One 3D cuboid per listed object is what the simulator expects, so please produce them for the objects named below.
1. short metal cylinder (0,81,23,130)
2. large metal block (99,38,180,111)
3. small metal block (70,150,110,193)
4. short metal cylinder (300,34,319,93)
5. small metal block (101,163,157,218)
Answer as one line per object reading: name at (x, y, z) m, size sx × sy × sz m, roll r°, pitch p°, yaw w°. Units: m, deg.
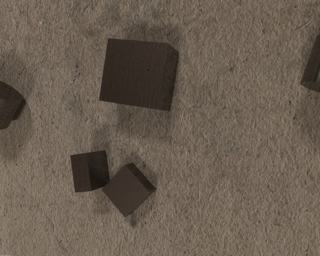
short metal cylinder at (-0.259, -0.040, 0.469) m, size 0.080 × 0.080 × 0.050 m, roll 35°, pitch 101°, yaw 16°
large metal block at (-0.026, -0.068, 0.404) m, size 0.080 × 0.050 × 0.079 m, roll 10°, pitch 93°, yaw 19°
small metal block at (-0.095, 0.059, 0.428) m, size 0.025 × 0.050 × 0.050 m, roll -9°, pitch 87°, yaw 19°
short metal cylinder at (0.192, -0.059, 0.313) m, size 0.080 × 0.080 × 0.050 m, roll 19°, pitch 96°, yaw 18°
small metal block at (-0.042, 0.084, 0.423) m, size 0.050 × 0.025 × 0.050 m, roll -47°, pitch 76°, yaw 14°
